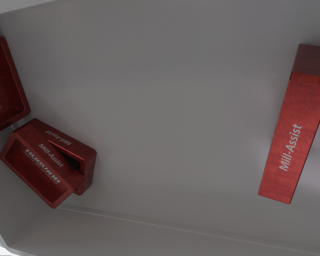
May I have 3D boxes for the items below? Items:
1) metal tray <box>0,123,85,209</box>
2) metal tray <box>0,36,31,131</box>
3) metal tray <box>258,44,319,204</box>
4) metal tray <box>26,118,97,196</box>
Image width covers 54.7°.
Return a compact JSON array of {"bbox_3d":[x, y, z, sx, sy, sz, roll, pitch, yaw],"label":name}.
[{"bbox_3d":[-0.195,0.065,0.508,0.130,0.030,0.090,46,129,-4],"label":"metal tray"},{"bbox_3d":[-0.256,-0.062,0.463,0.030,0.090,0.129,7,122,25],"label":"metal tray"},{"bbox_3d":[0.128,-0.004,0.296,0.030,0.090,0.129,15,125,20],"label":"metal tray"},{"bbox_3d":[-0.176,0.050,0.528,0.130,0.030,0.089,26,128,11],"label":"metal tray"}]
